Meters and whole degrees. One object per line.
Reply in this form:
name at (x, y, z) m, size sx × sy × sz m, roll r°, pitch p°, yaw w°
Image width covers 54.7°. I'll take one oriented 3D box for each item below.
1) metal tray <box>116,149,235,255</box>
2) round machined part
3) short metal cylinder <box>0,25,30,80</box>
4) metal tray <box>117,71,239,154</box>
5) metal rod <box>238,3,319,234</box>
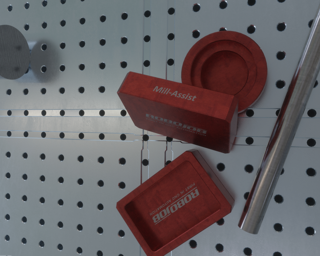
metal tray at (0.018, 0.100, 0.403) m, size 0.130 × 0.030 × 0.090 m, roll -39°, pitch 78°, yaw 15°
round machined part at (0.079, -0.063, 0.376) m, size 0.098 × 0.042 × 0.097 m, roll 0°, pitch 90°, yaw 20°
short metal cylinder at (-0.247, -0.114, 0.470) m, size 0.050 × 0.080 × 0.079 m, roll 4°, pitch 91°, yaw 20°
metal tray at (0.023, -0.017, 0.367) m, size 0.130 × 0.090 × 0.030 m, roll 16°, pitch 68°, yaw 19°
metal rod at (0.152, -0.019, 0.358) m, size 0.025 × 0.025 × 0.298 m, roll 20°, pitch 97°, yaw 19°
